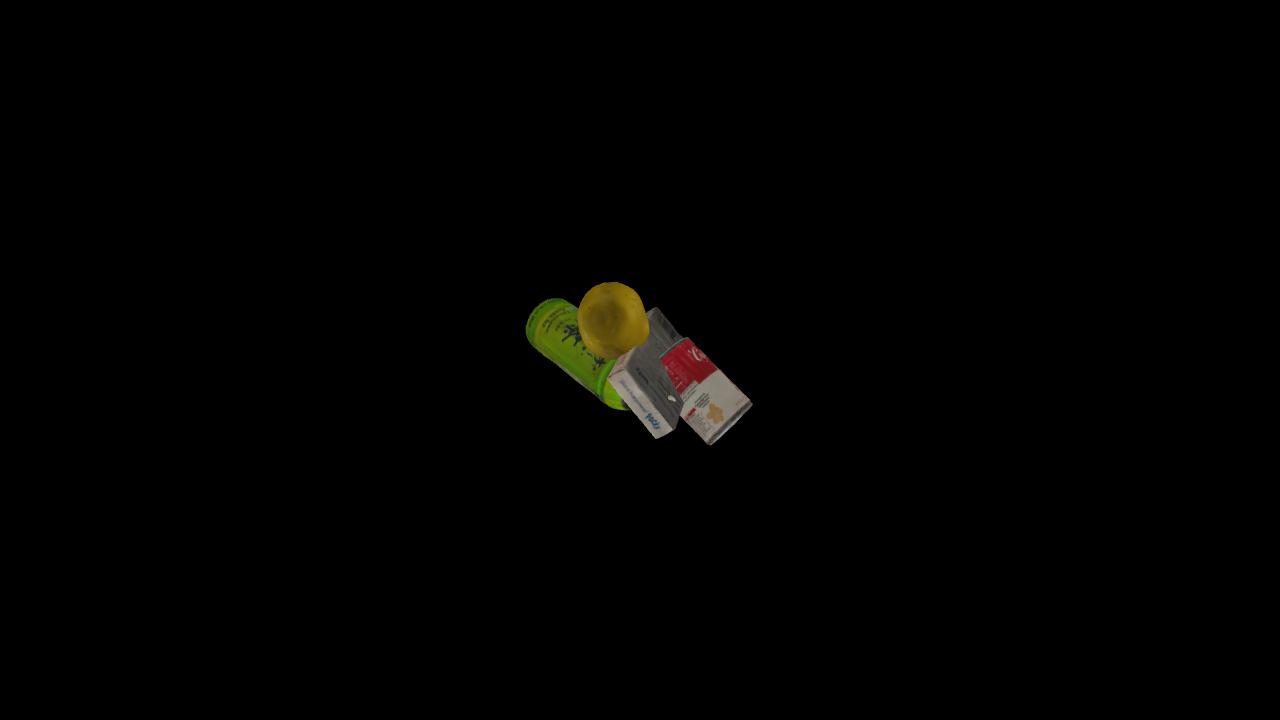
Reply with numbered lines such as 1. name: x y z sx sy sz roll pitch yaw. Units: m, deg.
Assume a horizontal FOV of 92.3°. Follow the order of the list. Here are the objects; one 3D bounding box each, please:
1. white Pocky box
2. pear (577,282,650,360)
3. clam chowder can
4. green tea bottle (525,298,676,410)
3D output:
1. white Pocky box: 0.018 0.008 0.658 0.028 0.084 0.154 -31 16 27
2. pear: -0.020 -0.040 0.658 0.080 0.080 0.111 0 -2 22
3. clam chowder can: 0.063 0.034 0.665 0.068 0.102 0.068 -41 -13 -11
4. green tea bottle: -0.043 0.003 0.685 0.212 0.073 0.073 36 22 34
